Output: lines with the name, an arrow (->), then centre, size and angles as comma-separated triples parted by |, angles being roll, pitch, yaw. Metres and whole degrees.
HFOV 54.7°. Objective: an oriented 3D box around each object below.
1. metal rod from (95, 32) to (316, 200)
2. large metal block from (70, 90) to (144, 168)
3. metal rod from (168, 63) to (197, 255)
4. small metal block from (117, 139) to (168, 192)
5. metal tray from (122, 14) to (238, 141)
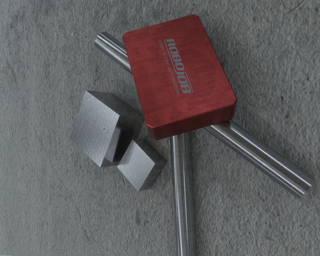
metal rod -> 0.031, -0.029, 0.350 | 0.300, 0.025, 0.025 | 39, 114, 23
large metal block -> -0.078, 0.000, 0.450 | 0.080, 0.050, 0.079 | 35, 111, 34
metal rod -> 0.027, 0.047, 0.381 | 0.025, 0.025, 0.298 | -5, 87, 39
small metal block -> -0.025, 0.050, 0.424 | 0.050, 0.025, 0.050 | 44, 116, 30
metal tray -> 0.017, -0.059, 0.336 | 0.091, 0.030, 0.130 | -16, 61, -2
